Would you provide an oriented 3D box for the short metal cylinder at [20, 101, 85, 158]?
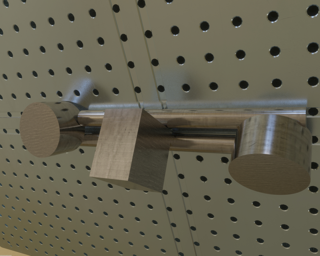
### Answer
[{"bbox_3d":[-0.160,0.001,0.461,0.080,0.050,0.079,3,97,27],"label":"short metal cylinder"}]

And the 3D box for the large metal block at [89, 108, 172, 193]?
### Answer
[{"bbox_3d":[-0.030,0.029,0.371,0.050,0.080,0.080,1,161,28],"label":"large metal block"}]

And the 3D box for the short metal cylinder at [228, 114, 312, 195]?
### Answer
[{"bbox_3d":[0.119,0.030,0.334,0.080,0.050,0.080,15,146,10],"label":"short metal cylinder"}]

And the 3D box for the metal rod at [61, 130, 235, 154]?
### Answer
[{"bbox_3d":[-0.039,0.017,0.441,0.300,0.025,0.025,1,119,27],"label":"metal rod"}]

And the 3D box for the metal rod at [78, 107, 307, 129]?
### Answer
[{"bbox_3d":[0.019,-0.012,0.393,0.300,0.025,0.025,1,119,27],"label":"metal rod"}]
